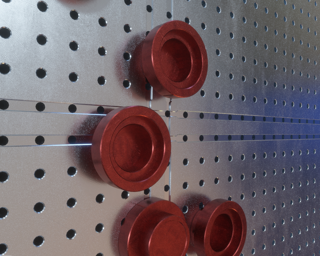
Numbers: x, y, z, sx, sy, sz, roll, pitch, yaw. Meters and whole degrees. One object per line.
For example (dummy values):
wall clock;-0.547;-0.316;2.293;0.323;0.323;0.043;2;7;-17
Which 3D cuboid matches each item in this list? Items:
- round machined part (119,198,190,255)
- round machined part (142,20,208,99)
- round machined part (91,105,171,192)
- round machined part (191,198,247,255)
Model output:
round machined part;0.000;0.142;0.397;0.099;0.042;0.097;0;90;-40
round machined part;0.015;-0.087;0.409;0.099;0.042;0.097;0;90;-40
round machined part;-0.037;0.023;0.366;0.099;0.042;0.097;0;90;-40
round machined part;0.085;0.156;0.468;0.099;0.042;0.097;0;90;-40
